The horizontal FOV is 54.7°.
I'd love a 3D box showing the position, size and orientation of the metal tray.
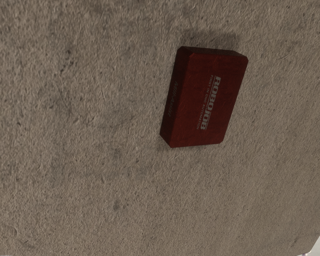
[{"bbox_3d":[0.057,-0.038,0.413,0.091,0.030,0.129,-3,120,-27],"label":"metal tray"}]
